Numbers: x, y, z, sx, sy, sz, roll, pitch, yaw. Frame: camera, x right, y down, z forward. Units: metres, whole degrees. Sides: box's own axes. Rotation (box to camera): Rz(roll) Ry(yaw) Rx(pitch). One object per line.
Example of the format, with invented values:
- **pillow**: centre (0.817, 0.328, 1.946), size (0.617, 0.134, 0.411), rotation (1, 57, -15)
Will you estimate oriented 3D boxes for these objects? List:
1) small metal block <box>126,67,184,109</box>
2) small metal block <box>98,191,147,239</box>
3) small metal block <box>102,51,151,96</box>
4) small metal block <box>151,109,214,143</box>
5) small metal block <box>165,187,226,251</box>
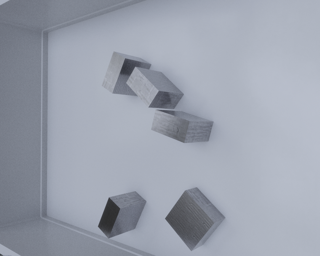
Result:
- **small metal block**: centre (-0.006, -0.050, 0.396), size (0.050, 0.050, 0.025), rotation (49, 119, 29)
- **small metal block**: centre (-0.053, 0.120, 0.434), size (0.025, 0.050, 0.050), rotation (34, 111, 35)
- **small metal block**: centre (-0.046, -0.074, 0.429), size (0.025, 0.050, 0.050), rotation (36, 112, 34)
- **small metal block**: centre (0.027, -0.003, 0.369), size (0.050, 0.050, 0.025), rotation (21, 104, 38)
- **small metal block**: centre (0.041, 0.109, 0.373), size (0.050, 0.025, 0.050), rotation (45, 117, 30)
